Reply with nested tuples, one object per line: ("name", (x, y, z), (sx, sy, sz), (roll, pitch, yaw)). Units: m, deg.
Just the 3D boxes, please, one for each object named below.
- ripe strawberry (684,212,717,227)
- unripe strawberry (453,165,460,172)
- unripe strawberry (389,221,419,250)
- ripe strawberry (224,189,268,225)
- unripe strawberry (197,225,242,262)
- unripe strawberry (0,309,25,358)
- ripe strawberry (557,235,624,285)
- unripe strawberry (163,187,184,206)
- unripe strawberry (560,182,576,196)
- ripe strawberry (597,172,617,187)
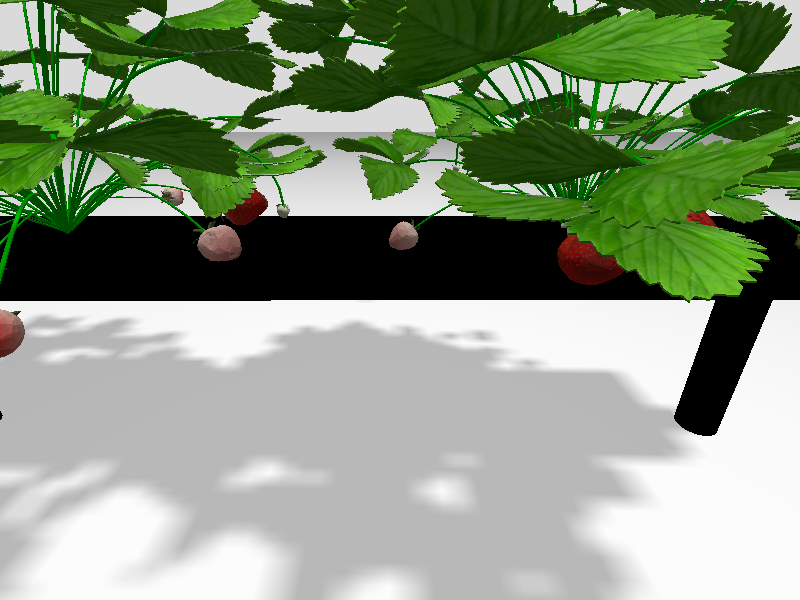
("ripe strawberry", (0.225, -0.054, 0.307), (0.031, 0.031, 0.034), (16, 29, 30))
("unripe strawberry", (0.086, -0.202, 0.618), (0.011, 0.011, 0.011), (-5, 25, -12))
("unripe strawberry", (0.002, -0.048, 0.308), (0.022, 0.022, 0.021), (-33, 30, -3))
("ripe strawberry", (-0.145, -0.090, 0.373), (0.041, 0.040, 0.045), (-4, 25, -10))
("unripe strawberry", (-0.123, -0.037, 0.277), (0.026, 0.025, 0.028), (35, 33, 10))
("unripe strawberry", (-0.172, 0.015, 0.163), (0.027, 0.023, 0.027), (-14, 28, -28))
("ripe strawberry", (0.113, -0.024, 0.234), (0.039, 0.035, 0.036), (8, 26, 16))
("unripe strawberry", (-0.265, -0.123, 0.471), (0.021, 0.022, 0.023), (6, 24, 12))
("unripe strawberry", (0.210, -0.142, 0.507), (0.028, 0.025, 0.025), (8, 6, 16))
("ripe strawberry", (0.268, -0.144, 0.504), (0.035, 0.031, 0.031), (15, 10, 30))
